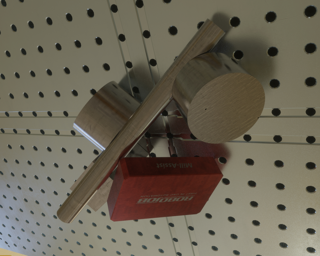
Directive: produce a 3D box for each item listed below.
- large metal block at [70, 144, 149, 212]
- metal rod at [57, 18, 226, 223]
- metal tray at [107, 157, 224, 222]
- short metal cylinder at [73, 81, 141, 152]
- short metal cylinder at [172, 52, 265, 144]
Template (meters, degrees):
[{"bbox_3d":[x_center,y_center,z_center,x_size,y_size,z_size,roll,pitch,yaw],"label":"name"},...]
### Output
[{"bbox_3d":[-0.073,0.063,0.450,0.050,0.080,0.080,43,129,-2],"label":"large metal block"},{"bbox_3d":[-0.033,0.005,0.361,0.025,0.025,0.299,40,108,1],"label":"metal rod"},{"bbox_3d":[0.005,0.078,0.401,0.131,0.030,0.089,2,131,-23],"label":"metal tray"},{"bbox_3d":[-0.064,-0.014,0.399,0.050,0.080,0.080,40,129,1],"label":"short metal cylinder"},{"bbox_3d":[0.058,-0.031,0.319,0.081,0.050,0.079,-9,126,-12],"label":"short metal cylinder"}]
